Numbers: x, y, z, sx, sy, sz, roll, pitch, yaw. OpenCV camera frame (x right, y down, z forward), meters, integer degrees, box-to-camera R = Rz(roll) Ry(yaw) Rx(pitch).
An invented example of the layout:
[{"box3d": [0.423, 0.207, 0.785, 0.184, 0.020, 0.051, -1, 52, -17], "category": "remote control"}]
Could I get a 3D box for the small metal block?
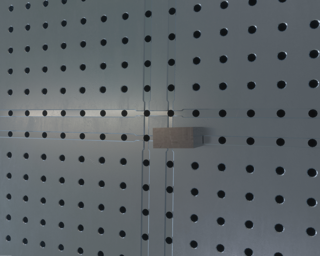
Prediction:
[{"box3d": [0.024, 0.012, 0.391, 0.050, 0.050, 0.025, -1, 90, 20], "category": "small metal block"}]
